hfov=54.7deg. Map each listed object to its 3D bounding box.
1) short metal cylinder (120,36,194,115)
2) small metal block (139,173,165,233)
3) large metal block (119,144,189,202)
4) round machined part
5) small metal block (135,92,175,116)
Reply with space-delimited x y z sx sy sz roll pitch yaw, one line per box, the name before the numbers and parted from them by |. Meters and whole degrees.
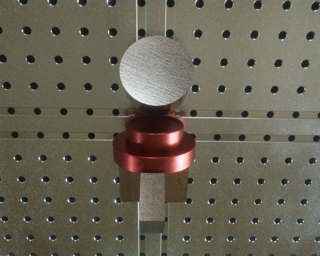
short metal cylinder | -0.004 -0.059 0.360 0.081 0.050 0.080 0 80 -1
small metal block | -0.008 0.082 0.333 0.025 0.050 0.050 1 148 -1
large metal block | -0.008 0.052 0.402 0.081 0.080 0.050 1 110 -1
round machined part | -0.006 0.014 0.368 0.099 0.098 0.042 1 110 -1
small metal block | -0.007 -0.025 0.403 0.050 0.025 0.050 1 110 -1
